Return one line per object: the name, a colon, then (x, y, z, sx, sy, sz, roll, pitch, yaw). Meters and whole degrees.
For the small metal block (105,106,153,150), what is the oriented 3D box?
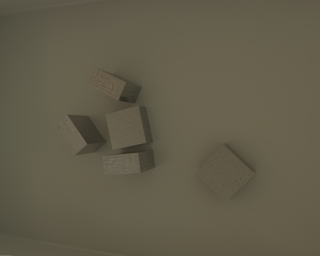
small metal block: (-0.042, 0.000, 0.424, 0.050, 0.025, 0.050, -13, 86, 19)

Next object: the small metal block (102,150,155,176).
small metal block: (-0.040, 0.045, 0.410, 0.050, 0.050, 0.025, -7, 88, 19)

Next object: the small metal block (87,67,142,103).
small metal block: (-0.060, -0.056, 0.417, 0.050, 0.050, 0.025, 27, 99, 17)

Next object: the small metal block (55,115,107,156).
small metal block: (-0.110, 0.009, 0.435, 0.025, 0.050, 0.050, -40, 78, 15)

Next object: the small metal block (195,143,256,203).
small metal block: (0.081, 0.054, 0.382, 0.050, 0.025, 0.050, 45, 104, 14)
